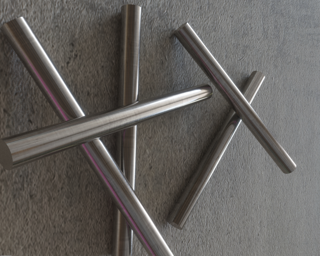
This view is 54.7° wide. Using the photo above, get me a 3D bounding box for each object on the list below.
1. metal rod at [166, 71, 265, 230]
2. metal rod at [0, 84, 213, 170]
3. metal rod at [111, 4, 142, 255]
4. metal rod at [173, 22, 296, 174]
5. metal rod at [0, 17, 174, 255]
[{"bbox_3d":[0.096,0.020,0.485,0.025,0.025,0.301,50,61,-29],"label":"metal rod"},{"bbox_3d":[-0.025,-0.017,0.347,0.302,0.025,0.025,-22,104,-49],"label":"metal rod"},{"bbox_3d":[-0.040,0.004,0.371,0.025,0.025,0.298,3,88,-40],"label":"metal rod"},{"bbox_3d":[0.124,-0.035,0.478,0.300,0.025,0.025,47,62,-20],"label":"metal rod"},{"bbox_3d":[-0.066,0.028,0.327,0.025,0.025,0.299,-39,107,-33],"label":"metal rod"}]
